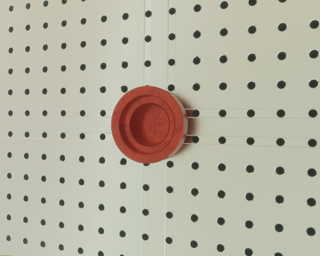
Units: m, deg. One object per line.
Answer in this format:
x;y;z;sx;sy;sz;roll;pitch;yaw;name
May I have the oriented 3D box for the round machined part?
-0.011;-0.004;0.407;0.098;0.042;0.097;0;90;20;round machined part
